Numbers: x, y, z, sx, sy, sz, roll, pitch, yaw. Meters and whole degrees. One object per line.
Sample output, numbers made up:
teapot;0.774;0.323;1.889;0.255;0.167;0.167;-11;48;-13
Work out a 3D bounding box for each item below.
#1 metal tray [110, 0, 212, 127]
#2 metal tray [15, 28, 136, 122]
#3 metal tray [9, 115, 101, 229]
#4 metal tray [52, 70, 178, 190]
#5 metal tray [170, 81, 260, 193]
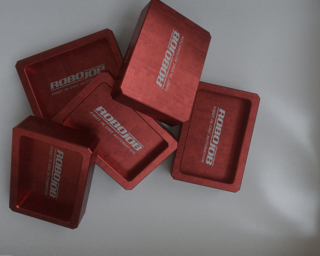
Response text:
metal tray;0.005;-0.077;0.373;0.090;0.030;0.130;25;70;-23
metal tray;-0.108;-0.064;0.406;0.131;0.030;0.090;-21;90;-1
metal tray;-0.130;0.057;0.376;0.090;0.030;0.129;17;118;-1
metal tray;-0.053;0.004;0.385;0.090;0.030;0.130;-43;105;6
metal tray;0.071;0.011;0.408;0.091;0.030;0.129;13;90;-1
